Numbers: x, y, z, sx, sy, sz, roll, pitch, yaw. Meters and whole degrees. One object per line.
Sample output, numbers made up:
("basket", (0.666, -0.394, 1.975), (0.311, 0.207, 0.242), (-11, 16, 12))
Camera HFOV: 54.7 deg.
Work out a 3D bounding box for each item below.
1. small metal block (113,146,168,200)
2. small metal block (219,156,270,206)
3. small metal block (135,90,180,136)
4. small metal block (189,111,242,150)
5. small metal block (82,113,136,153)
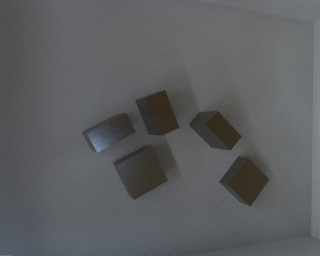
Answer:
("small metal block", (-0.026, 0.057, 0.402), (0.050, 0.025, 0.050), (-27, 99, -18))
("small metal block", (0.125, 0.078, 0.459), (0.050, 0.025, 0.050), (44, 76, -15))
("small metal block", (-0.005, -0.019, 0.397), (0.025, 0.050, 0.050), (-24, 98, -19))
("small metal block", (0.075, 0.003, 0.426), (0.050, 0.050, 0.025), (44, 76, -15))
("small metal block", (-0.063, 0.005, 0.375), (0.050, 0.050, 0.025), (-29, 100, -18))
